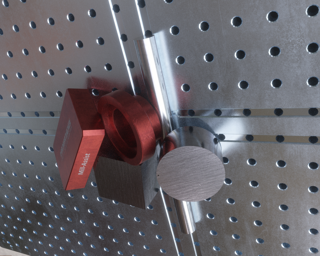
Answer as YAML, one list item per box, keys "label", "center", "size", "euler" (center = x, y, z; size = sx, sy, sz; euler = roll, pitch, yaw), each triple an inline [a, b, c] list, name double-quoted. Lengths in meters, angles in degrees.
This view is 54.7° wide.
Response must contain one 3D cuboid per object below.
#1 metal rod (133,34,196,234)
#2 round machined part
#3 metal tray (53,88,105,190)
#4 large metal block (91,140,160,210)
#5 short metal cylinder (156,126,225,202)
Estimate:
- label: "metal rod"
  center: [0.013, 0.026, 0.421]
  size: [0.025, 0.025, 0.298]
  euler: [1, 119, 28]
- label: "round machined part"
  center: [-0.036, -0.004, 0.400]
  size: [0.098, 0.042, 0.097]
  euler: [36, 142, 36]
- label: "metal tray"
  center: [-0.123, 0.018, 0.452]
  size: [0.090, 0.030, 0.129]
  euler: [61, 139, 35]
- label: "large metal block"
  center: [-0.049, 0.065, 0.461]
  size: [0.080, 0.050, 0.079]
  euler: [10, 123, 23]
- label: "short metal cylinder"
  center: [0.038, 0.044, 0.385]
  size: [0.080, 0.050, 0.079]
  euler: [2, 117, 4]
